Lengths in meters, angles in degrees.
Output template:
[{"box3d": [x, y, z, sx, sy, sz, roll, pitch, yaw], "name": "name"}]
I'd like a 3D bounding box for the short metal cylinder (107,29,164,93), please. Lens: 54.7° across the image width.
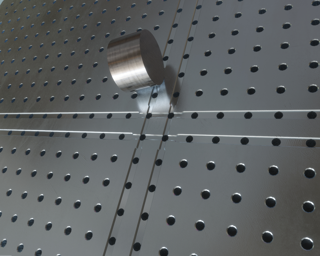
[{"box3d": [-0.033, -0.095, 0.447, 0.050, 0.080, 0.080, -11, 57, 22], "name": "short metal cylinder"}]
